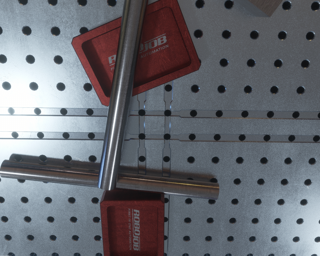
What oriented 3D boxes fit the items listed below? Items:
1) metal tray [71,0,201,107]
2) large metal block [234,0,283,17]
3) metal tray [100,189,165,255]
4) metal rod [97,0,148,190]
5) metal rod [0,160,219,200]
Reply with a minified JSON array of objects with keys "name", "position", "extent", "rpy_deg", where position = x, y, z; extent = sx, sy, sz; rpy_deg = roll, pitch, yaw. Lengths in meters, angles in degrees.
[{"name":"metal tray","position":[-0.027,-0.092,0.376],"extent":[0.130,0.030,0.090],"rpy_deg":[-21,109,7]},{"name":"large metal block","position":[0.106,-0.179,0.336],"extent":[0.080,0.050,0.080],"rpy_deg":[32,107,-12]},{"name":"metal tray","position":[-0.039,0.156,0.467],"extent":[0.091,0.030,0.129],"rpy_deg":[0,110,-1]},{"name":"metal rod","position":[-0.041,-0.062,0.357],"extent":[0.025,0.025,0.298],"rpy_deg":[10,110,-4]},{"name":"metal rod","position":[-0.067,0.074,0.439],"extent":[0.302,0.025,0.025],"rpy_deg":[7,110,-3]}]
